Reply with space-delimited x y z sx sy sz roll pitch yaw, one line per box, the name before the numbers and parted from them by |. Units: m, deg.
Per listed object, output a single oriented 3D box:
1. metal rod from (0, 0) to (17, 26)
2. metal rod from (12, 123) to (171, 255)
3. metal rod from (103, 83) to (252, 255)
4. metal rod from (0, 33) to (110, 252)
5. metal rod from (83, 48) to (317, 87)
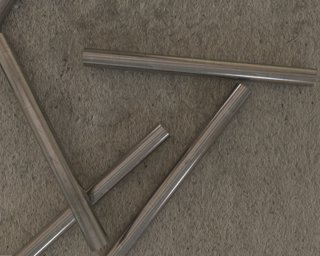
metal rod | -0.205 -0.169 0.408 0.025 0.025 0.299 33 90 0
metal rod | -0.105 0.103 0.409 0.300 0.025 0.025 -42 90 0
metal rod | 0.020 0.066 0.409 0.025 0.025 0.300 38 90 0
metal rod | -0.143 0.013 0.392 0.025 0.025 0.299 -28 84 0
metal rod | 0.052 -0.080 0.410 0.302 0.025 0.025 5 90 0
